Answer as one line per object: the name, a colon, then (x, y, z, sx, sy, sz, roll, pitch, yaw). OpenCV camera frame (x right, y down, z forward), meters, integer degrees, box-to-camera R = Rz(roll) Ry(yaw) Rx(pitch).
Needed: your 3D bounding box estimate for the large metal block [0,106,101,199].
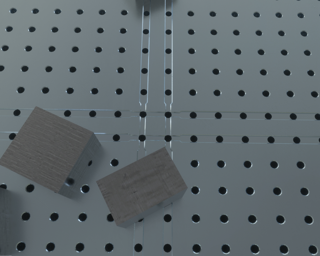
large metal block: (-0.133, 0.031, 0.385, 0.080, 0.050, 0.080, 24, 72, 8)

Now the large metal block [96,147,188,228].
large metal block: (-0.019, 0.072, 0.356, 0.080, 0.080, 0.050, -26, 73, -10)

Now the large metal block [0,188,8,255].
large metal block: (-0.227, 0.114, 0.354, 0.081, 0.050, 0.080, -10, 70, -4)
